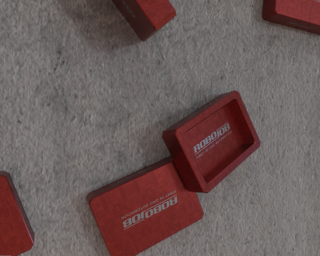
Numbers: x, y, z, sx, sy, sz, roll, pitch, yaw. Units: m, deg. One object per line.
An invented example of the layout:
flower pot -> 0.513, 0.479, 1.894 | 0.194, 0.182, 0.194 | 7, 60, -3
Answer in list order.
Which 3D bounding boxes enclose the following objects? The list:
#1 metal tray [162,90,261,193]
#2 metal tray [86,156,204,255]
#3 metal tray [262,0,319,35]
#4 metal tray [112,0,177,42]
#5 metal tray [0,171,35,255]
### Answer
metal tray -> 0.074, 0.015, 0.416 | 0.131, 0.030, 0.090 | -32, 101, -33
metal tray -> -0.017, 0.102, 0.401 | 0.131, 0.030, 0.090 | -23, 98, -19
metal tray -> 0.229, -0.207, 0.493 | 0.131, 0.030, 0.089 | 6, 88, -20
metal tray -> -0.041, -0.168, 0.357 | 0.030, 0.090, 0.130 | -39, 103, -5
metal tray -> -0.214, 0.111, 0.327 | 0.131, 0.030, 0.090 | -21, 97, -19
